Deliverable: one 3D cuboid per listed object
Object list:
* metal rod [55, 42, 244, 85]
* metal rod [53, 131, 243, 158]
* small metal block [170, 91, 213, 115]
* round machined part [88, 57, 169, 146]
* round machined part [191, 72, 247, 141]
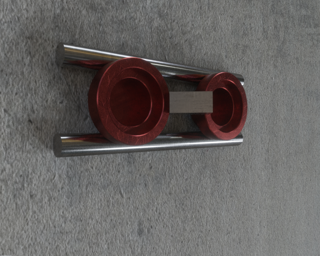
[{"bbox_3d":[0.013,-0.076,0.416,0.302,0.025,0.025,0,90,-40],"label":"metal rod"},{"bbox_3d":[0.011,0.017,0.414,0.302,0.025,0.025,0,90,-40],"label":"metal rod"},{"bbox_3d":[0.038,-0.030,0.387,0.050,0.050,0.025,0,90,3],"label":"small metal block"},{"bbox_3d":[-0.038,-0.029,0.357,0.099,0.042,0.097,0,90,-40],"label":"round machined part"},{"bbox_3d":[0.083,-0.031,0.457,0.099,0.042,0.097,0,90,-40],"label":"round machined part"}]
